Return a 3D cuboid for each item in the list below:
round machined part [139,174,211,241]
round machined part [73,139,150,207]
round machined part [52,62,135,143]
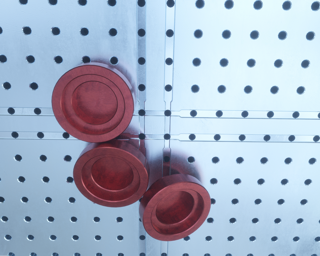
[{"bbox_3d":[0.018,0.106,0.434,0.099,0.042,0.097,-8,116,-17],"label":"round machined part"},{"bbox_3d":[-0.063,0.056,0.420,0.099,0.042,0.097,1,118,3],"label":"round machined part"},{"bbox_3d":[-0.080,-0.034,0.391,0.099,0.042,0.097,0,110,-1],"label":"round machined part"}]
